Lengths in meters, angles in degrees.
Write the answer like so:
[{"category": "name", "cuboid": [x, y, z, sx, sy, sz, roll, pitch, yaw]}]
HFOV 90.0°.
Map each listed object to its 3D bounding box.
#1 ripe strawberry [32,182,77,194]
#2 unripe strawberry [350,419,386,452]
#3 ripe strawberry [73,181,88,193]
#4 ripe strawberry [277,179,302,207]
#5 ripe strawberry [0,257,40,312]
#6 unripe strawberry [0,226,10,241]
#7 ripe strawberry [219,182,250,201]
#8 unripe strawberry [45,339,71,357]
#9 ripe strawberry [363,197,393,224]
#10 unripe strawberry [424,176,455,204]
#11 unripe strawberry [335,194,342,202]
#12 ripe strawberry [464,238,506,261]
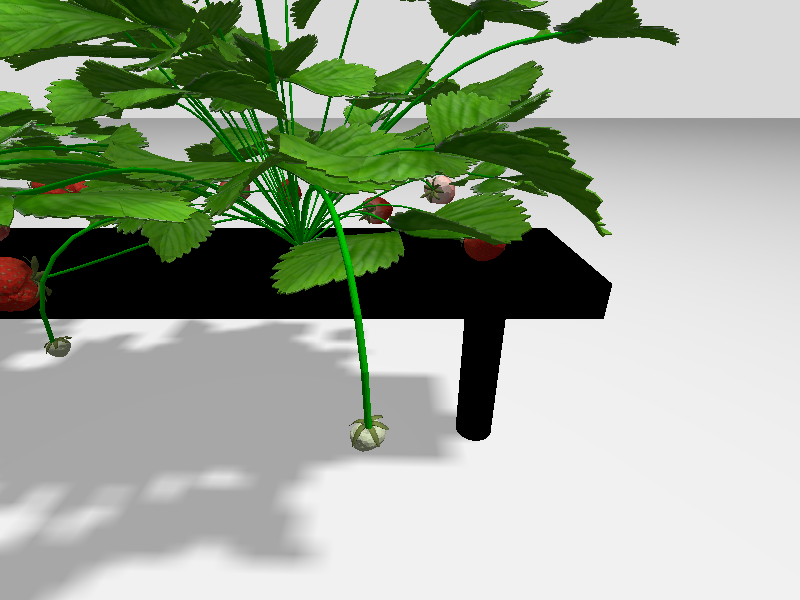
[{"category": "ripe strawberry", "cuboid": [-0.417, -0.130, 0.486, 0.038, 0.043, 0.041, 21, 32, 35]}, {"category": "unripe strawberry", "cuboid": [-0.012, 0.050, 0.147, 0.013, 0.012, 0.012, -8, 27, -16]}, {"category": "ripe strawberry", "cuboid": [-0.420, -0.144, 0.525, 0.037, 0.033, 0.034, 16, 20, 29]}, {"category": "ripe strawberry", "cuboid": [-0.141, -0.136, 0.507, 0.031, 0.035, 0.033, -8, 26, -15]}, {"category": "ripe strawberry", "cuboid": [-0.248, -0.008, 0.248, 0.035, 0.035, 0.039, -20, 32, -33]}, {"category": "unripe strawberry", "cuboid": [-0.385, -0.067, 0.377, 0.026, 0.027, 0.024, -1, 26, -7]}, {"category": "ripe strawberry", "cuboid": [-0.218, -0.145, 0.525, 0.040, 0.034, 0.040, -17, 30, -31]}, {"category": "unripe strawberry", "cuboid": [-0.178, 0.025, 0.209, 0.009, 0.010, 0.010, 13, 29, 24]}, {"category": "ripe strawberry", "cuboid": [-0.023, -0.098, 0.436, 0.033, 0.030, 0.030, 19, 32, 34]}, {"category": "unripe strawberry", "cuboid": [0.054, -0.142, 0.517, 0.041, 0.036, 0.041, 20, 24, 35]}, {"category": "unripe strawberry", "cuboid": [-0.084, -0.138, 0.541, 0.011, 0.012, 0.012, 1, 26, 2]}, {"category": "ripe strawberry", "cuboid": [0.073, -0.049, 0.339, 0.034, 0.034, 0.032, 21, 27, -1]}]
